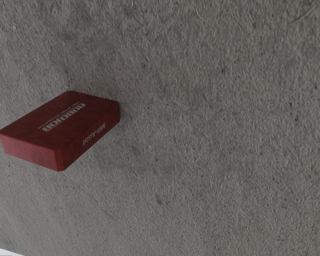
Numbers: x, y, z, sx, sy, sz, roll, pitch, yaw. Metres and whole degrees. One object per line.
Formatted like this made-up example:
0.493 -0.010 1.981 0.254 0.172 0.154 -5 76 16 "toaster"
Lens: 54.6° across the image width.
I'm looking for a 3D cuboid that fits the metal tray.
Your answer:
-0.123 -0.003 0.403 0.090 0.131 0.030 14 124 20 "metal tray"
